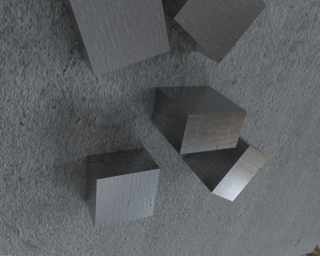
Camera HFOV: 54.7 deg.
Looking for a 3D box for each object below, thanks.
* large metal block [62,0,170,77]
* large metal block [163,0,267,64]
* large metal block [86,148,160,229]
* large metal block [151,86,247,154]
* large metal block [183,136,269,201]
[{"bbox_3d":[-0.043,-0.107,0.301,0.081,0.050,0.080,-23,127,-15],"label":"large metal block"},{"bbox_3d":[0.055,-0.132,0.339,0.080,0.050,0.080,33,100,-38],"label":"large metal block"},{"bbox_3d":[-0.052,0.078,0.410,0.081,0.050,0.079,-6,121,-25],"label":"large metal block"},{"bbox_3d":[0.045,-0.014,0.387,0.081,0.080,0.050,-5,121,-26],"label":"large metal block"},{"bbox_3d":[0.092,0.044,0.449,0.050,0.080,0.080,29,103,-38],"label":"large metal block"}]
